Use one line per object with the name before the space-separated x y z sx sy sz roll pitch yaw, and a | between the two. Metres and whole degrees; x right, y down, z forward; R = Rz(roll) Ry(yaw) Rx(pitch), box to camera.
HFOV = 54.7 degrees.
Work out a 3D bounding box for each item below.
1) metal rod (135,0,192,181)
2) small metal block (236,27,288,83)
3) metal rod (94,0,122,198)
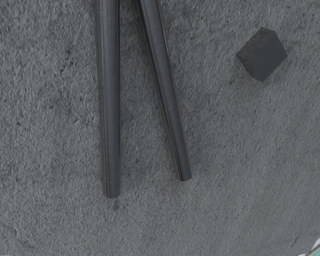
metal rod | 0.009 -0.044 0.385 0.025 0.025 0.298 -24 128 -14
small metal block | 0.140 -0.100 0.424 0.050 0.025 0.050 -47 130 4
metal rod | -0.057 -0.040 0.351 0.025 0.025 0.298 -11 123 -23
